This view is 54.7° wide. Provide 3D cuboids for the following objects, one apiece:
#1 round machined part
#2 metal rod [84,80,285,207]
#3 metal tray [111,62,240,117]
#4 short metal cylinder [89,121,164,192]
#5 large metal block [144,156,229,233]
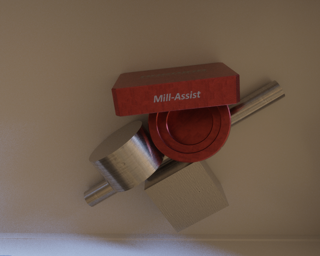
[{"bbox_3d":[0.038,-0.006,0.384,0.098,0.042,0.097,-1,85,14],"label":"round machined part"},{"bbox_3d":[0.025,0.026,0.420,0.300,0.025,0.025,-31,108,10],"label":"metal rod"},{"bbox_3d":[0.017,-0.047,0.357,0.131,0.090,0.030,-6,110,1],"label":"metal tray"},{"bbox_3d":[-0.042,0.035,0.393,0.080,0.080,0.050,-32,107,10],"label":"short metal cylinder"},{"bbox_3d":[0.035,0.082,0.426,0.080,0.050,0.080,-31,108,10],"label":"large metal block"}]
